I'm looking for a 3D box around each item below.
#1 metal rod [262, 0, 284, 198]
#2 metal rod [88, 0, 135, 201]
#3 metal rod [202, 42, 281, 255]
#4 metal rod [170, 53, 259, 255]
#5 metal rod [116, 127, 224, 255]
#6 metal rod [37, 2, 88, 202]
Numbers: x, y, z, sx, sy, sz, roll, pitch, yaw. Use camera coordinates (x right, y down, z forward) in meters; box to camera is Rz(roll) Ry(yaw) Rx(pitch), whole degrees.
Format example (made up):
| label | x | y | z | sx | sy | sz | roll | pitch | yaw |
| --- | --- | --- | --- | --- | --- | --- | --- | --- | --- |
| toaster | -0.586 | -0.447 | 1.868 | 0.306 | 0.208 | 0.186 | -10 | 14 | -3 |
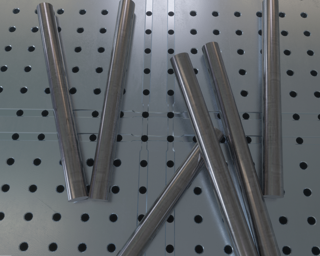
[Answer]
| label | x | y | z | sx | sy | sz | roll | pitch | yaw |
| --- | --- | --- | --- | --- | --- | --- | --- | --- | --- |
| metal rod | 0.155 | -0.055 | 0.432 | 0.025 | 0.025 | 0.299 | 6 | 70 | 2 |
| metal rod | -0.063 | -0.052 | 0.430 | 0.025 | 0.025 | 0.299 | 4 | 70 | 2 |
| metal rod | 0.101 | 0.019 | 0.405 | 0.025 | 0.025 | 0.299 | -10 | 70 | -4 |
| metal rod | 0.069 | 0.049 | 0.371 | 0.025 | 0.025 | 0.299 | -16 | 79 | -6 |
| metal rod | -0.014 | 0.119 | 0.368 | 0.025 | 0.025 | 0.300 | 34 | 73 | 11 |
| metal rod | -0.138 | -0.049 | 0.428 | 0.025 | 0.025 | 0.299 | -14 | 71 | -5 |
